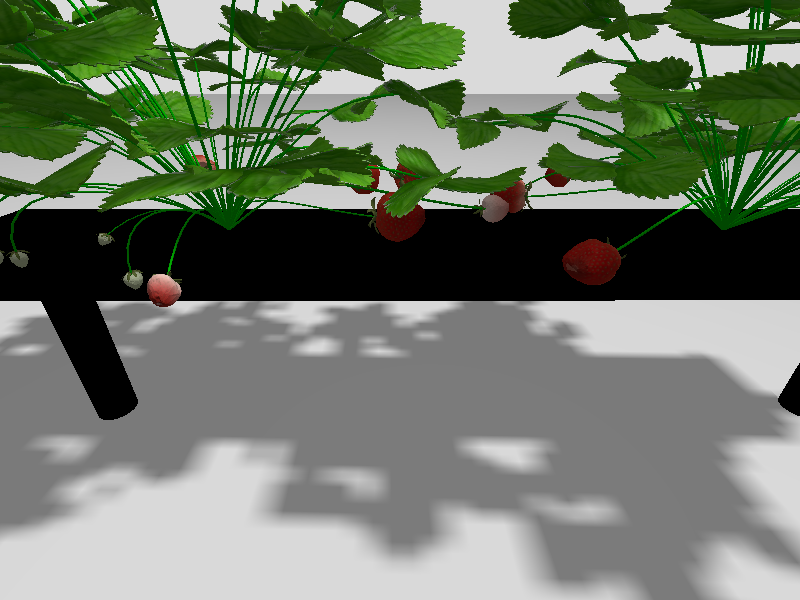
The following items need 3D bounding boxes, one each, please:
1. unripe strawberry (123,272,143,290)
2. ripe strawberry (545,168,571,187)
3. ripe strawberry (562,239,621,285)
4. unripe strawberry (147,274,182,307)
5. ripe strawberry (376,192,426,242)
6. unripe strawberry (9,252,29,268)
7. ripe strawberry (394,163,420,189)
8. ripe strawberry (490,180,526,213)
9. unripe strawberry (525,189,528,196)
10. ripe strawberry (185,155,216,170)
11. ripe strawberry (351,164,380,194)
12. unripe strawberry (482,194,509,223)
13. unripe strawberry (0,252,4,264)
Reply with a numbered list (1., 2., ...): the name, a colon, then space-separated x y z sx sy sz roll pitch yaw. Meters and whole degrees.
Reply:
1. unripe strawberry: -0.172 -0.012 0.259 0.011 0.011 0.011 4 29 7
2. ripe strawberry: 0.198 -0.158 0.505 0.030 0.032 0.033 -16 14 -26
3. ripe strawberry: 0.122 -0.023 0.259 0.031 0.031 0.034 -18 34 -28
4. unripe strawberry: -0.140 -0.005 0.237 0.017 0.019 0.020 -3 -41 -5
5. ripe strawberry: 0.001 -0.070 0.338 0.042 0.041 0.039 4 29 6
6. unripe strawberry: -0.265 -0.028 0.279 0.010 0.011 0.011 -22 36 -34
7. ripe strawberry: 0.016 -0.147 0.477 0.041 0.040 0.038 -21 35 -34
8. ripe strawberry: 0.109 -0.106 0.403 0.035 0.035 0.038 7 30 14
9. unripe strawberry: 0.132 -0.118 0.444 0.019 0.018 0.021 -48 -5 41
10. ripe strawberry: -0.258 -0.171 0.521 0.038 0.035 0.035 -15 32 -25
11. ripe strawberry: -0.041 -0.149 0.480 0.039 0.041 0.042 21 35 33
12. unripe strawberry: 0.092 -0.088 0.383 0.026 0.026 0.025 -3 29 -6
13. unripe strawberry: -0.287 -0.030 0.284 0.010 0.010 0.009 -18 34 -29
